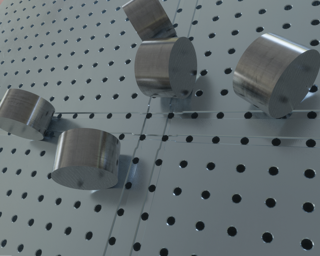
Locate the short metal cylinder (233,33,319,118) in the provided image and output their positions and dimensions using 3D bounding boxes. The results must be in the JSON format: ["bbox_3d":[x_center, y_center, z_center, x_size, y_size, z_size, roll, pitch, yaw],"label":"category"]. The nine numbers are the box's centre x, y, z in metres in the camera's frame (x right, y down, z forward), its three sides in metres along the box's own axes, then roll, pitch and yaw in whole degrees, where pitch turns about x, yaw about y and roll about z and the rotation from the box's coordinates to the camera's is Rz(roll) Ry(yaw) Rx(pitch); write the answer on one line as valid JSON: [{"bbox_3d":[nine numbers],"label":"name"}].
[{"bbox_3d":[0.128,-0.058,0.341,0.080,0.080,0.050,-45,51,-3],"label":"short metal cylinder"}]

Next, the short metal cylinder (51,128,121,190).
[{"bbox_3d":[-0.092,0.042,0.394,0.080,0.080,0.050,-13,57,20],"label":"short metal cylinder"}]

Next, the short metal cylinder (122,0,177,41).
[{"bbox_3d":[-0.016,-0.169,0.483,0.050,0.080,0.080,-31,52,8],"label":"short metal cylinder"}]

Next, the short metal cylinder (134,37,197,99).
[{"bbox_3d":[0.010,-0.080,0.416,0.050,0.080,0.080,7,65,31],"label":"short metal cylinder"}]

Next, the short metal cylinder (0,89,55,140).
[{"bbox_3d":[-0.217,-0.020,0.496,0.080,0.080,0.050,1,62,28],"label":"short metal cylinder"}]
